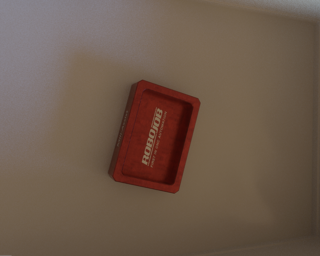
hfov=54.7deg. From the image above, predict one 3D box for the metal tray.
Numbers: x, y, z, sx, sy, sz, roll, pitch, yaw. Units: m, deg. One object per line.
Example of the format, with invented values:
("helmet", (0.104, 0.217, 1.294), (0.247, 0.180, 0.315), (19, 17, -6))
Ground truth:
("metal tray", (-0.006, 0.012, 0.406), (0.091, 0.030, 0.129), (16, 84, -20))
